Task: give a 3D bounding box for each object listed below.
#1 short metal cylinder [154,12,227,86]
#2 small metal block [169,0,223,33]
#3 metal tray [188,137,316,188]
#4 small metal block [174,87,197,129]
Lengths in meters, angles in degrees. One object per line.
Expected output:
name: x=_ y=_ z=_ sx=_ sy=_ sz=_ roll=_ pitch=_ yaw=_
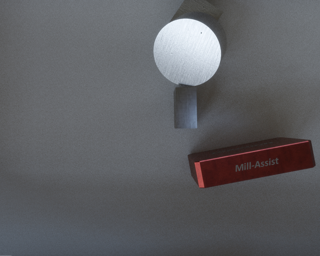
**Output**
short metal cylinder: x=0.038 y=-0.098 z=0.381 sx=0.080 sy=0.050 sz=0.079 roll=9 pitch=121 yaw=15
small metal block: x=0.047 y=-0.143 z=0.412 sx=0.050 sy=0.025 sz=0.050 roll=34 pitch=90 yaw=-1
metal tray: x=0.104 y=0.039 z=0.380 sx=0.131 sy=0.090 sz=0.030 roll=-11 pitch=90 yaw=-1
small metal block: x=0.032 y=-0.024 z=0.399 sx=0.025 sy=0.050 sz=0.050 roll=-1 pitch=90 yaw=0
